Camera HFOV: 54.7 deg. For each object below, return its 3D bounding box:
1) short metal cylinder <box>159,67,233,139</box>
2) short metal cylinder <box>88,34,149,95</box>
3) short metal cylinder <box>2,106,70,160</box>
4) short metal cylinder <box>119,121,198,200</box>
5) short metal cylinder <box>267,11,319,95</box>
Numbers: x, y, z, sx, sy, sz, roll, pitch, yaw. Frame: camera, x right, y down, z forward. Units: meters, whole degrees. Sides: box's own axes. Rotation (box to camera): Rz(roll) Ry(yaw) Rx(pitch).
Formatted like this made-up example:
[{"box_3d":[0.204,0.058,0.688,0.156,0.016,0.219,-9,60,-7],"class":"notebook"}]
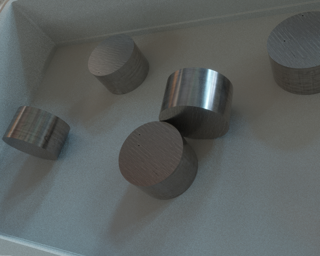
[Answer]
[{"box_3d":[0.043,-0.026,0.364,0.080,0.080,0.050,-2,61,27],"class":"short metal cylinder"},{"box_3d":[-0.064,-0.099,0.484,0.080,0.050,0.080,-13,56,21],"class":"short metal cylinder"},{"box_3d":[-0.182,0.009,0.461,0.080,0.080,0.050,3,64,30],"class":"short metal cylinder"},{"box_3d":[-0.001,0.039,0.367,0.080,0.050,0.080,-13,56,21],"class":"short metal cylinder"},{"box_3d":[0.168,-0.085,0.354,0.080,0.050,0.080,-13,56,21],"class":"short metal cylinder"}]
